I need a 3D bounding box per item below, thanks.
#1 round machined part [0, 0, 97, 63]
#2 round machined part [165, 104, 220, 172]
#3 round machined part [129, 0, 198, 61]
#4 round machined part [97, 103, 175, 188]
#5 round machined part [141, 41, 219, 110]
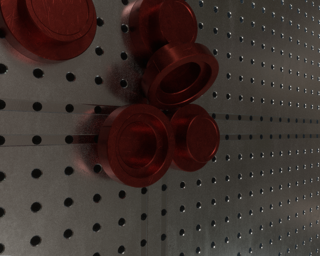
[{"bbox_3d":[-0.106,-0.117,0.310,0.099,0.042,0.097,0,90,-40],"label":"round machined part"},{"bbox_3d":[0.048,0.014,0.440,0.099,0.042,0.097,0,90,-40],"label":"round machined part"},{"bbox_3d":[0.012,-0.133,0.410,0.099,0.042,0.097,0,90,-40],"label":"round machined part"},{"bbox_3d":[-0.032,0.020,0.373,0.099,0.042,0.097,0,90,-40],"label":"round machined part"},{"bbox_3d":[0.021,-0.070,0.395,0.099,0.097,0.042,0,51,-40],"label":"round machined part"}]
